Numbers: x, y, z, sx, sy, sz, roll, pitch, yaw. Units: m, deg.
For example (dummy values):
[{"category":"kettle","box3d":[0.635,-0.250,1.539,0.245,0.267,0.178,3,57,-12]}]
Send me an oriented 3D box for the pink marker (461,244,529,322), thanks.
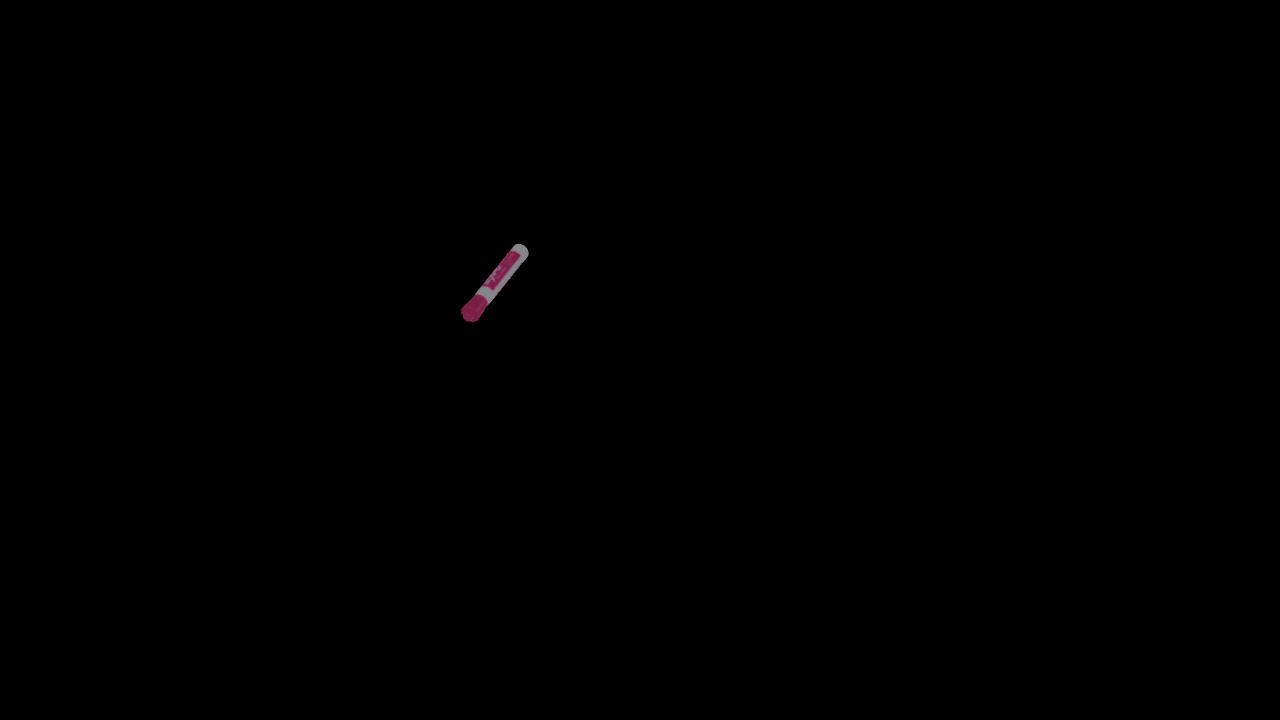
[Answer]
[{"category":"pink marker","box3d":[-0.149,-0.081,0.637,0.020,0.020,0.121,0,41,24]}]
